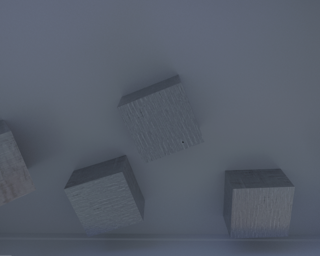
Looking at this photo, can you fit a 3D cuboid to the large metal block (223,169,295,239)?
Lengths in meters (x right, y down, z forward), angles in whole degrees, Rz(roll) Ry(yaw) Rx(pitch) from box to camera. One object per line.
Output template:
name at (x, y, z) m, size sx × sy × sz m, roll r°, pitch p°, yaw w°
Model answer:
large metal block at (0.136, 0.106, 0.439) m, size 0.081 × 0.050 × 0.079 m, roll -2°, pitch 110°, yaw 0°

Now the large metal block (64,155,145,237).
large metal block at (-0.073, 0.094, 0.432) m, size 0.080 × 0.050 × 0.080 m, roll -17°, pitch 109°, yaw 6°

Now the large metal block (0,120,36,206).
large metal block at (-0.202, 0.041, 0.387) m, size 0.050 × 0.080 × 0.079 m, roll -24°, pitch 112°, yaw -26°

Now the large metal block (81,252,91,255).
large metal block at (-0.111, 0.260, 0.495) m, size 0.080 × 0.050 × 0.080 m, roll 30°, pitch 107°, yaw -11°

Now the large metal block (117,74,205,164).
large metal block at (0.002, -0.012, 0.394) m, size 0.080 × 0.050 × 0.080 m, roll -21°, pitch 109°, yaw 7°
